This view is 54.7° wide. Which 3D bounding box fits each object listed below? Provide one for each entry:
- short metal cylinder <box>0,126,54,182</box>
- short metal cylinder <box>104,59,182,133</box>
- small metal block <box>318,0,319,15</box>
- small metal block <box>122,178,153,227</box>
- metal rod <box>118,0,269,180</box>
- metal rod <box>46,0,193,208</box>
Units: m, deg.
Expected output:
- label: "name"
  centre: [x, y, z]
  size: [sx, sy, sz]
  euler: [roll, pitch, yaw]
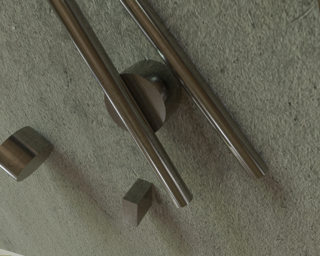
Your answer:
- label: "short metal cylinder"
  centre: [-0.226, 0.043, 0.517]
  size: [0.050, 0.080, 0.080]
  euler: [41, 129, 0]
- label: "short metal cylinder"
  centre: [-0.020, -0.037, 0.378]
  size: [0.080, 0.050, 0.079]
  euler: [13, 124, 21]
- label: "small metal block"
  centre: [0.161, -0.105, 0.257]
  size: [0.050, 0.025, 0.050]
  euler: [-7, 115, 31]
- label: "small metal block"
  centre: [-0.035, 0.115, 0.480]
  size: [0.025, 0.050, 0.050]
  euler: [17, 125, 19]
- label: "metal rod"
  centre: [0.030, -0.062, 0.352]
  size: [0.025, 0.025, 0.300]
  euler: [-31, 102, 38]
- label: "metal rod"
  centre: [-0.044, -0.034, 0.344]
  size: [0.025, 0.025, 0.299]
  euler: [-20, 108, 35]
